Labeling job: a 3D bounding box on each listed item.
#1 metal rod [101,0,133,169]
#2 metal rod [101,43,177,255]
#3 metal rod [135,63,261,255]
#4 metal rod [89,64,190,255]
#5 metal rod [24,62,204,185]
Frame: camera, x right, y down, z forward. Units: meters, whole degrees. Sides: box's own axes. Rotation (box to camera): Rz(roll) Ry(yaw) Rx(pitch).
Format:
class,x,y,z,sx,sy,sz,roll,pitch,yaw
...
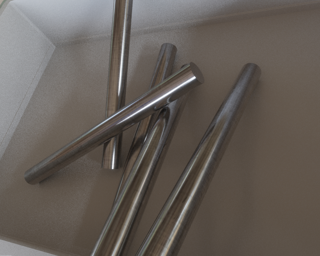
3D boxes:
class,x,y,z,sx,sy,sz,roll,pitch,yaw
metal rod,-0.054,-0.096,0.410,0.025,0.025,0.298,4,89,30
metal rod,-0.022,0.011,0.409,0.025,0.025,0.300,1,62,28
metal rod,0.049,0.018,0.289,0.025,0.025,0.301,5,38,30
metal rod,0.000,0.011,0.321,0.025,0.025,0.301,-7,34,24
metal rod,-0.076,0.008,0.387,0.299,0.025,0.025,-30,50,29
